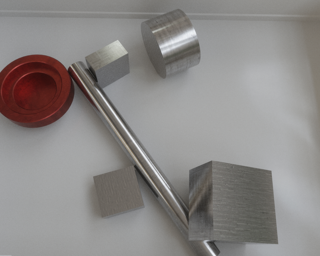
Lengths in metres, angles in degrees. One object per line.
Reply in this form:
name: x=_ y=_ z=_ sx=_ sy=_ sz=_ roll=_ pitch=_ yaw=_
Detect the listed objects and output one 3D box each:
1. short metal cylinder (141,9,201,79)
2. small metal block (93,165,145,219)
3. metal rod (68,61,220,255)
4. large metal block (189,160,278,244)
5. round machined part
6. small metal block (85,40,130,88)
short metal cylinder: x=0.014 y=-0.114 z=0.422 sx=0.050 sy=0.080 sz=0.080 roll=-24 pitch=72 yaw=-9
small metal block: x=-0.050 y=0.079 z=0.380 sx=0.050 sy=0.025 sz=0.050 roll=-15 pitch=71 yaw=-6
metal rod: x=-0.028 y=0.033 z=0.391 sx=0.025 sy=0.025 sz=0.299 roll=-34 pitch=76 yaw=-12
large metal block: x=0.080 y=0.087 z=0.349 sx=0.081 sy=0.050 sz=0.080 roll=12 pitch=66 yaw=-21
round machined part: x=-0.164 y=-0.046 z=0.415 sx=0.099 sy=0.042 sz=0.098 roll=0 pitch=70 yaw=0
small metal block: x=-0.071 y=-0.086 z=0.426 sx=0.050 sy=0.050 sz=0.025 roll=-33 pitch=74 yaw=-14
